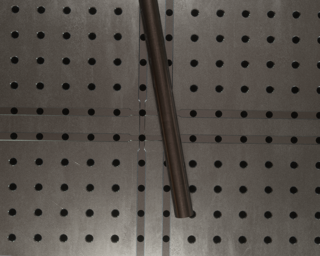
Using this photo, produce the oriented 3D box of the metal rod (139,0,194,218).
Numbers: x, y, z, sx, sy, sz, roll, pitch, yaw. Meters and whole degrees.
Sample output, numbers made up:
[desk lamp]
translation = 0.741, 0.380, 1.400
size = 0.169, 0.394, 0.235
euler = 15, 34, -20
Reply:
[metal rod]
translation = 0.008, -0.031, 0.413
size = 0.025, 0.025, 0.298
euler = -10, 90, 0
